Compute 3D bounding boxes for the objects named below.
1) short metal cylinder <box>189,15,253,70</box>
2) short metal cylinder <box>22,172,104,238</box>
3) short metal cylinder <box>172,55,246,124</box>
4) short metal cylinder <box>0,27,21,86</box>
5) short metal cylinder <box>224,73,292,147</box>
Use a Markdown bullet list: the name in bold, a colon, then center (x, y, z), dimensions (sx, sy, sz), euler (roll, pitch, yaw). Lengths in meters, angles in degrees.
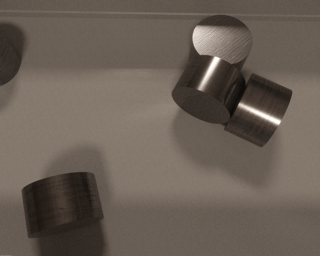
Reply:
- **short metal cylinder**: center (0.084, -0.111, 0.438), dimensions (0.081, 0.050, 0.080), euler (0, 70, 0)
- **short metal cylinder**: center (-0.108, 0.087, 0.348), dimensions (0.081, 0.080, 0.050), euler (-15, 71, -6)
- **short metal cylinder**: center (0.062, -0.048, 0.399), dimensions (0.080, 0.080, 0.050), euler (26, 72, 9)
- **short metal cylinder**: center (-0.245, -0.102, 0.431), dimensions (0.081, 0.050, 0.080), euler (0, 70, 0)
- **short metal cylinder**: center (0.122, -0.022, 0.390), dimensions (0.050, 0.080, 0.080), euler (26, 72, 8)
